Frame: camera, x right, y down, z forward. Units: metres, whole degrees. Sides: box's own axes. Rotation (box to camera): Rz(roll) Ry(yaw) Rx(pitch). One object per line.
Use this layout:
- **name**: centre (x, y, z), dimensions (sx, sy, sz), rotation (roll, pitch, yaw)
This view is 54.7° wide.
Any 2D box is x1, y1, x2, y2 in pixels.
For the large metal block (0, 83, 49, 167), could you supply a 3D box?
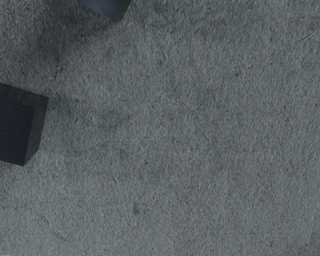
- **large metal block**: centre (-0.196, -0.007, 0.392), dimensions (0.080, 0.050, 0.079), rotation (17, 109, -6)

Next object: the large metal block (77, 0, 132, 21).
- **large metal block**: centre (-0.068, -0.156, 0.322), dimensions (0.080, 0.080, 0.050), rotation (29, 108, -10)
